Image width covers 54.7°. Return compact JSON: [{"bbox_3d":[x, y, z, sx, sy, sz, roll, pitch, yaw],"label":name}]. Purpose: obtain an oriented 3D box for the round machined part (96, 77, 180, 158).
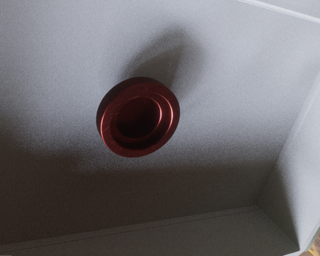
[{"bbox_3d":[-0.029,-0.016,0.373,0.099,0.042,0.097,-14,125,-21],"label":"round machined part"}]
